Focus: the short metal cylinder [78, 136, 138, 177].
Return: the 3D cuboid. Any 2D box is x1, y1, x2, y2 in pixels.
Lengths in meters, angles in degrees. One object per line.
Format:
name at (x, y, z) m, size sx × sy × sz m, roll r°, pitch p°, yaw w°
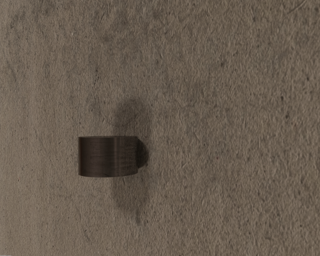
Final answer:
short metal cylinder at (-0.071, 0.037, 0.425) m, size 0.080 × 0.081 × 0.050 m, roll 0°, pitch 90°, yaw 39°
